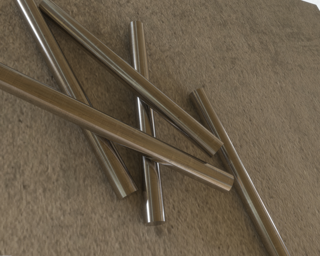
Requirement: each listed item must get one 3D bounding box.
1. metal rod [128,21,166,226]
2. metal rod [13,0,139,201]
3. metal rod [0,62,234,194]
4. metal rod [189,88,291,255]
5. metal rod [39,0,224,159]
[{"bbox_3d":[-0.021,-0.026,0.409,0.025,0.025,0.299,8,58,-25],"label":"metal rod"},{"bbox_3d":[-0.109,-0.050,0.376,0.025,0.025,0.299,-21,73,-36],"label":"metal rod"},{"bbox_3d":[-0.050,0.002,0.342,0.301,0.025,0.025,26,52,-12],"label":"metal rod"},{"bbox_3d":[0.113,0.076,0.420,0.025,0.025,0.299,-11,68,-33],"label":"metal rod"},{"bbox_3d":[-0.044,-0.069,0.397,0.300,0.025,0.025,41,50,10],"label":"metal rod"}]
